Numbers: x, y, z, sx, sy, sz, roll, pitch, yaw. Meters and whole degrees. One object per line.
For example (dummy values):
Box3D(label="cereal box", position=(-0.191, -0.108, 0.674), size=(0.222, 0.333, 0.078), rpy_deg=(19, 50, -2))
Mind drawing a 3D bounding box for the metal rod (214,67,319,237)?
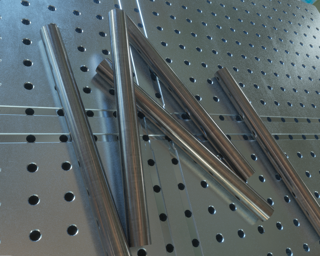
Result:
Box3D(label="metal rod", position=(0.174, 0.031, 0.485), size=(0.025, 0.025, 0.299), rpy_deg=(-19, 72, -36))

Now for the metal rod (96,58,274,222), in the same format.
Box3D(label="metal rod", position=(0.033, 0.015, 0.418), size=(0.300, 0.025, 0.025), rpy_deg=(42, 51, 0))

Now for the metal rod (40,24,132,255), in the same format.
Box3D(label="metal rod", position=(-0.092, 0.003, 0.357), size=(0.025, 0.025, 0.299), rpy_deg=(-9, 66, -32))

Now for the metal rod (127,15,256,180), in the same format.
Box3D(label="metal rod", position=(0.033, -0.049, 0.457), size=(0.025, 0.025, 0.300), rpy_deg=(-31, 79, -38))

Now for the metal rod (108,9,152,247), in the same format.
Box3D(label="metal rod", position=(-0.040, -0.016, 0.374), size=(0.025, 0.025, 0.299), rpy_deg=(3, 67, -27))
